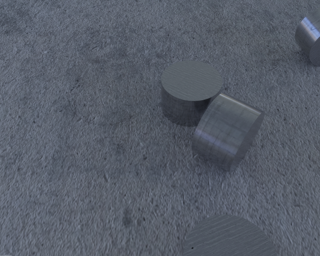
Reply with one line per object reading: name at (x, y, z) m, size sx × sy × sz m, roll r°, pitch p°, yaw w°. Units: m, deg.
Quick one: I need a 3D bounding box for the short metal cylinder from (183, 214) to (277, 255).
short metal cylinder at (0.060, 0.127, 0.281) m, size 0.080 × 0.050 × 0.080 m, roll 0°, pitch 50°, yaw 0°

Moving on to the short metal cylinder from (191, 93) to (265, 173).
short metal cylinder at (0.080, 0.005, 0.363) m, size 0.050 × 0.080 × 0.080 m, roll 30°, pitch 56°, yaw 22°

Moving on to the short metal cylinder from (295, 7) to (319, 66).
short metal cylinder at (0.265, -0.145, 0.491) m, size 0.081 × 0.080 × 0.050 m, roll -8°, pitch 51°, yaw -6°

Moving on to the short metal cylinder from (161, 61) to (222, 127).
short metal cylinder at (0.042, -0.048, 0.428) m, size 0.080 × 0.050 × 0.080 m, roll 0°, pitch 50°, yaw 0°
